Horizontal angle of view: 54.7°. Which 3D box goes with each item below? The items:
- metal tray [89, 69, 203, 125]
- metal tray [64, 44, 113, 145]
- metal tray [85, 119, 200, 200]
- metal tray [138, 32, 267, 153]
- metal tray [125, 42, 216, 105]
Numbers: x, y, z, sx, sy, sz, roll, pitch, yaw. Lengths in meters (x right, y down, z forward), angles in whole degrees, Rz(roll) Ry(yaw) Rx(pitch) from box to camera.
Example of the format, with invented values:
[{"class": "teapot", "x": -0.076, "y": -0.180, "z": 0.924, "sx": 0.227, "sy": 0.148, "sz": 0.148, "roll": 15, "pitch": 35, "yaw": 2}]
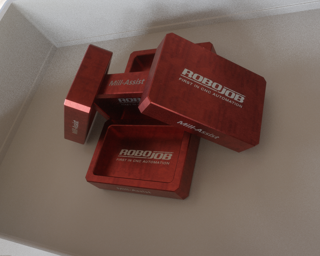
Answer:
[{"class": "metal tray", "x": -0.020, "y": -0.032, "z": 0.392, "sx": 0.130, "sy": 0.090, "sz": 0.030, "roll": 1, "pitch": 62, "yaw": 28}, {"class": "metal tray", "x": -0.100, "y": -0.040, "z": 0.422, "sx": 0.030, "sy": 0.129, "sz": 0.090, "roll": 19, "pitch": 65, "yaw": -9}, {"class": "metal tray", "x": -0.022, "y": 0.035, "z": 0.388, "sx": 0.130, "sy": 0.030, "sz": 0.090, "roll": 1, "pitch": 62, "yaw": 28}, {"class": "metal tray", "x": 0.051, "y": -0.037, "z": 0.341, "sx": 0.030, "sy": 0.131, "sz": 0.090, "roll": -40, "pitch": 31, "yaw": 61}, {"class": "metal tray", "x": 0.010, "y": -0.071, "z": 0.439, "sx": 0.130, "sy": 0.030, "sz": 0.090, "roll": 0, "pitch": 62, "yaw": 27}]
